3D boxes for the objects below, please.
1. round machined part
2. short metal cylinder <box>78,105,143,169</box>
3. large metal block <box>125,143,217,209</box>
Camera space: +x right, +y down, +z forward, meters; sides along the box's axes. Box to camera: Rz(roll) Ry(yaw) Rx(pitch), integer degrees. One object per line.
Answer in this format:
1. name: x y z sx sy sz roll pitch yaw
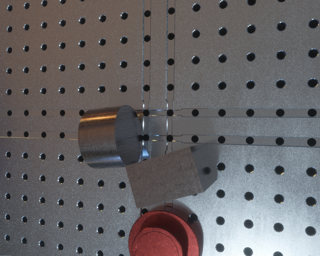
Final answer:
1. round machined part: 0.003 0.156 0.402 0.098 0.042 0.097 0 90 19
2. short metal cylinder: -0.062 0.012 0.405 0.050 0.080 0.080 -6 88 20
3. large metal block: 0.017 0.055 0.377 0.080 0.080 0.050 -19 84 19
